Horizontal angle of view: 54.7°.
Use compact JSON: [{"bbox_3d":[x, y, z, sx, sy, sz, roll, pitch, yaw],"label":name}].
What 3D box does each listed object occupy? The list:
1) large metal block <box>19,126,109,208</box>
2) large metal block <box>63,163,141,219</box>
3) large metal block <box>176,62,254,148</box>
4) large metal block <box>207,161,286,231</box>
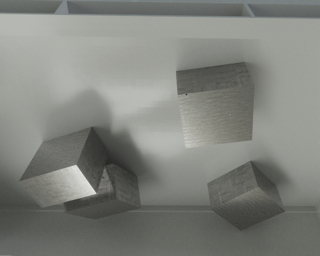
[{"bbox_3d":[-0.123,0.051,0.411,0.080,0.080,0.050,-17,121,14],"label":"large metal block"},{"bbox_3d":[-0.083,0.096,0.455,0.080,0.050,0.080,-17,153,14],"label":"large metal block"},{"bbox_3d":[0.065,-0.026,0.371,0.080,0.050,0.080,-7,130,6],"label":"large metal block"},{"bbox_3d":[0.134,0.108,0.486,0.080,0.050,0.080,-35,122,25],"label":"large metal block"}]
